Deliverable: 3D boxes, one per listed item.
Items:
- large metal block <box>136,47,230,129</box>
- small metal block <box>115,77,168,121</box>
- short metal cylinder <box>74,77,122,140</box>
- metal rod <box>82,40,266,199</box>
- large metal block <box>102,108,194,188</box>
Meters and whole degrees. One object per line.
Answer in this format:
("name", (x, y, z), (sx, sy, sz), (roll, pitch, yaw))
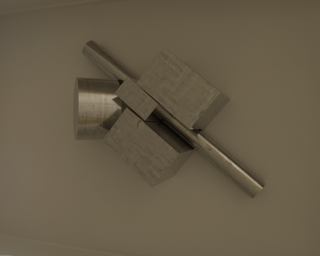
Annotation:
("large metal block", (0.031, -0.043, 0.369), (0.080, 0.080, 0.050), (42, 103, 15))
("small metal block", (-0.019, -0.034, 0.377), (0.050, 0.050, 0.025), (42, 103, 14))
("short metal cylinder", (-0.083, -0.024, 0.402), (0.050, 0.080, 0.079), (1, 90, -20))
("metal rod", (0.008, -0.020, 0.406), (0.300, 0.025, 0.025), (41, 103, 15))
("large metal block", (-0.010, 0.021, 0.383), (0.080, 0.080, 0.050), (41, 103, 15))
